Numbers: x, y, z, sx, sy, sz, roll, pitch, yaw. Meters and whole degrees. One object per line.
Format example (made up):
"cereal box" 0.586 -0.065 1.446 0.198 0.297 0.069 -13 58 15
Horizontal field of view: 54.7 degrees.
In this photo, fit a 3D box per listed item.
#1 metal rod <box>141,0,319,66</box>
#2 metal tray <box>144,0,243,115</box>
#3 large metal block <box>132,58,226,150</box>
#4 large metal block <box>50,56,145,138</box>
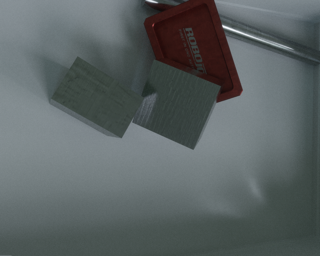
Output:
"metal rod" 0.119 -0.142 0.455 0.302 0.025 0.025 12 86 -20
"metal tray" 0.044 -0.092 0.400 0.090 0.030 0.129 -18 98 15
"large metal block" 0.023 -0.032 0.375 0.080 0.050 0.079 24 109 10
"large metal block" -0.075 -0.031 0.354 0.080 0.080 0.050 31 80 -18
